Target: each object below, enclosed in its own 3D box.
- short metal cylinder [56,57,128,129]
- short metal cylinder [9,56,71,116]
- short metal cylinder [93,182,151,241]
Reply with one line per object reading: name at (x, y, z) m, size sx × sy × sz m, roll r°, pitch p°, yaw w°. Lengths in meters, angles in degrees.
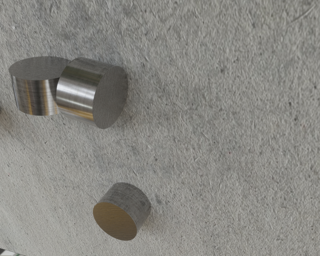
short metal cylinder at (-0.082, -0.044, 0.388) m, size 0.050 × 0.080 × 0.079 m, roll 18°, pitch 125°, yaw 18°
short metal cylinder at (-0.154, -0.058, 0.417) m, size 0.080 × 0.080 × 0.050 m, roll 17°, pitch 125°, yaw 18°
short metal cylinder at (-0.061, 0.136, 0.508) m, size 0.080 × 0.050 × 0.079 m, roll 13°, pitch 124°, yaw 21°
